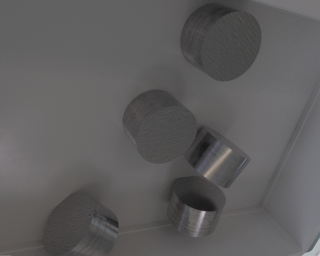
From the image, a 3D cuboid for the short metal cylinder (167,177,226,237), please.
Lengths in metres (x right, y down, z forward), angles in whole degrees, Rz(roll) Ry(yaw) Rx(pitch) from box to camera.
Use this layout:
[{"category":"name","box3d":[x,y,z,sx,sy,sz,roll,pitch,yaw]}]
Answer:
[{"category":"short metal cylinder","box3d":[0.055,0.119,0.477,0.081,0.080,0.050,-2,119,-28]}]

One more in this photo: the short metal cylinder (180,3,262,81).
[{"category":"short metal cylinder","box3d":[0.071,-0.102,0.368,0.081,0.050,0.079,-14,124,-21]}]

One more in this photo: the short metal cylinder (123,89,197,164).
[{"category":"short metal cylinder","box3d":[-0.001,-0.002,0.391,0.081,0.050,0.079,-14,124,-21]}]

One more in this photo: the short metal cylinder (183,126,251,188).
[{"category":"short metal cylinder","box3d":[0.081,0.040,0.442,0.080,0.080,0.050,26,104,-37]}]

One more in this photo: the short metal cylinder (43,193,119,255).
[{"category":"short metal cylinder","box3d":[-0.101,0.131,0.399,0.080,0.080,0.050,-41,129,0]}]
